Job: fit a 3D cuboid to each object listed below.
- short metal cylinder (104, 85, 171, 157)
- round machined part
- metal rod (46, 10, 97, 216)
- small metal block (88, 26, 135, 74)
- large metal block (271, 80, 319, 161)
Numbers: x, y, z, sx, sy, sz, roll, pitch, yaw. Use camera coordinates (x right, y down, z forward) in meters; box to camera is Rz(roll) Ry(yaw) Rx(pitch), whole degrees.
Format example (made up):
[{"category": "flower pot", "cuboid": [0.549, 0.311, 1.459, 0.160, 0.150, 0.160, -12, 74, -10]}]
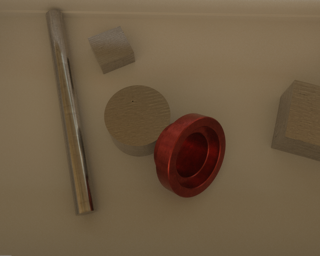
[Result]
[{"category": "short metal cylinder", "cuboid": [-0.027, -0.008, 0.399, 0.081, 0.050, 0.080, 0, 70, 0]}, {"category": "round machined part", "cuboid": [0.032, 0.030, 0.371, 0.042, 0.098, 0.098, 20, 67, 45]}, {"category": "metal rod", "cuboid": [-0.124, -0.034, 0.420, 0.025, 0.025, 0.299, -13, 71, -5]}, {"category": "small metal block", "cuboid": [-0.070, -0.113, 0.450, 0.050, 0.025, 0.050, -24, 72, -9]}, {"category": "large metal block", "cuboid": [0.199, -0.007, 0.401, 0.080, 0.050, 0.080, 16, 71, 5]}]
